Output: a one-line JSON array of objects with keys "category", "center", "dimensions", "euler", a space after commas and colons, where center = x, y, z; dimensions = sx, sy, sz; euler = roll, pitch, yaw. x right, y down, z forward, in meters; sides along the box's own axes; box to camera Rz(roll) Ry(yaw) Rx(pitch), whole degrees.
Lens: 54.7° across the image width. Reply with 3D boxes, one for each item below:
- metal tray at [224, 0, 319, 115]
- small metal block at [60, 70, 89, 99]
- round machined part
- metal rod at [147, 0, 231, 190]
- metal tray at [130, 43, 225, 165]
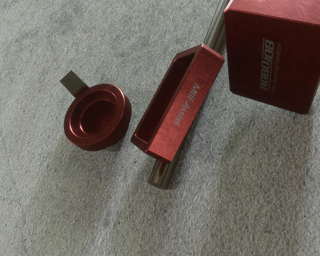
[{"category": "metal tray", "center": [0.115, -0.070, 0.309], "dimensions": [0.090, 0.130, 0.030], "euler": [22, 69, 25]}, {"category": "small metal block", "center": [-0.122, -0.057, 0.484], "dimensions": [0.025, 0.050, 0.050], "euler": [-46, 51, -4]}, {"category": "round machined part", "center": [-0.083, -0.011, 0.440], "dimensions": [0.098, 0.042, 0.098], "euler": [-12, 58, 20]}, {"category": "metal rod", "center": [0.050, -0.062, 0.414], "dimensions": [0.025, 0.025, 0.300], "euler": [9, 66, 32]}, {"category": "metal tray", "center": [0.016, -0.029, 0.363], "dimensions": [0.130, 0.030, 0.090], "euler": [-62, 17, -2]}]
